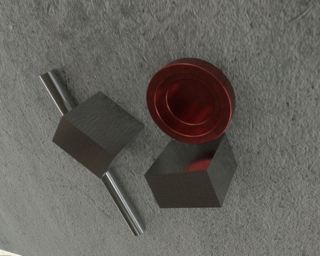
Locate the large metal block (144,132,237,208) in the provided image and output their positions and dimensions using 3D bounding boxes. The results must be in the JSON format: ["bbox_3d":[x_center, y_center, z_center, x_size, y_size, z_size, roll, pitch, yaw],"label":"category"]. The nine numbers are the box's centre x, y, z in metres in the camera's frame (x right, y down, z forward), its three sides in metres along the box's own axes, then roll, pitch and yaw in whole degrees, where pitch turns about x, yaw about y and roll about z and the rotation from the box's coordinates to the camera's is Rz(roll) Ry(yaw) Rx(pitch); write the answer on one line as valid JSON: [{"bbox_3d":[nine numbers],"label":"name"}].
[{"bbox_3d":[0.041,0.052,0.381,0.080,0.080,0.050,-10,113,32],"label":"large metal block"}]

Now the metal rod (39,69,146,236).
[{"bbox_3d":[-0.098,0.049,0.486,0.025,0.025,0.299,-14,112,33],"label":"metal rod"}]

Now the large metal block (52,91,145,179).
[{"bbox_3d":[-0.080,0.007,0.416,0.080,0.080,0.050,38,129,2],"label":"large metal block"}]

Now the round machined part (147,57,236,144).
[{"bbox_3d":[0.038,-0.034,0.354,0.098,0.042,0.097,13,124,20],"label":"round machined part"}]
